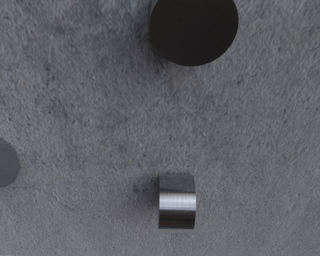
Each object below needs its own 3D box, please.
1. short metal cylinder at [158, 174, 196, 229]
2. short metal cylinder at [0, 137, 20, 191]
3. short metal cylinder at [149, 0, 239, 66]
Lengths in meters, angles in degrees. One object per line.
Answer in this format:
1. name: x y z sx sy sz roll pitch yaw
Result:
1. short metal cylinder: 0.023 0.111 0.466 0.050 0.080 0.079 1 130 -2
2. short metal cylinder: -0.239 0.053 0.412 0.050 0.080 0.080 -31 124 23
3. short metal cylinder: 0.031 -0.107 0.300 0.081 0.050 0.079 0 130 0
